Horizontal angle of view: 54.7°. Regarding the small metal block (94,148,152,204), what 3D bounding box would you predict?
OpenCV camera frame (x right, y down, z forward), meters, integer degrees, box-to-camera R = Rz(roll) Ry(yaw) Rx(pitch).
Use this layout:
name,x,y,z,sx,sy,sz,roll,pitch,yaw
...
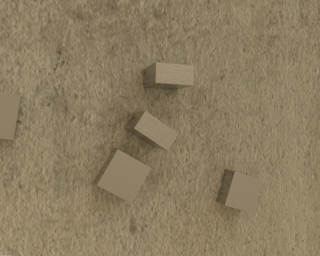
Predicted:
name,x,y,z,sx,sy,sz,roll,pitch,yaw
small metal block,-0.047,0.060,0.392,0.050,0.025,0.050,32,79,-18

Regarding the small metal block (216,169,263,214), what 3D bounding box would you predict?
name,x,y,z,sx,sy,sz,roll,pitch,yaw
small metal block,0.116,0.092,0.454,0.050,0.025,0.050,20,83,-19

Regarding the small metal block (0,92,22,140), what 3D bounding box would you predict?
name,x,y,z,sx,sy,sz,roll,pitch,yaw
small metal block,-0.184,-0.015,0.341,0.050,0.025,0.050,9,87,-20

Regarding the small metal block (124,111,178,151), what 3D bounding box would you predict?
name,x,y,z,sx,sy,sz,roll,pitch,yaw
small metal block,-0.012,0.003,0.392,0.050,0.050,0.025,34,79,-17

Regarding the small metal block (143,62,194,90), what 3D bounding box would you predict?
name,x,y,z,sx,sy,sz,roll,pitch,yaw
small metal block,0.010,-0.066,0.400,0.050,0.050,0.025,1,90,-20
